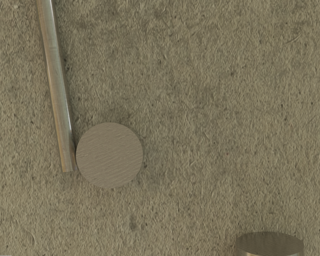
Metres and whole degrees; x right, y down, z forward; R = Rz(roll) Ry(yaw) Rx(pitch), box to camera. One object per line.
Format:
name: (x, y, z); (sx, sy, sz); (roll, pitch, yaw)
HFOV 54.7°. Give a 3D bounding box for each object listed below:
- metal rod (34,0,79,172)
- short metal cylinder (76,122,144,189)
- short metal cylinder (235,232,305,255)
metal rod: (-0.140, -0.092, 0.408); (0.025, 0.025, 0.298); (-9, 90, 0)
short metal cylinder: (-0.061, 0.033, 0.397); (0.081, 0.050, 0.080); (0, 90, 0)
short metal cylinder: (0.137, 0.167, 0.384); (0.080, 0.080, 0.050); (-4, 90, 0)
